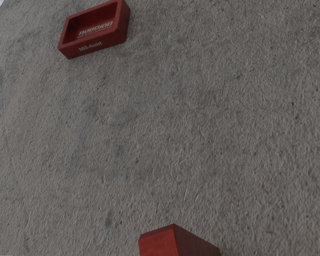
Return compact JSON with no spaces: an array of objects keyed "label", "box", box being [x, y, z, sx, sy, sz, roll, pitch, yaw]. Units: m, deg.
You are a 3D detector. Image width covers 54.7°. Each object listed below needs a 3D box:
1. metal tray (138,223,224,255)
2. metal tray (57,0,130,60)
[{"label":"metal tray","box":[0.032,0.139,0.252,0.030,0.130,0.090,-24,53,15]},{"label":"metal tray","box":[-0.123,-0.185,0.578,0.130,0.030,0.090,-10,57,22]}]
